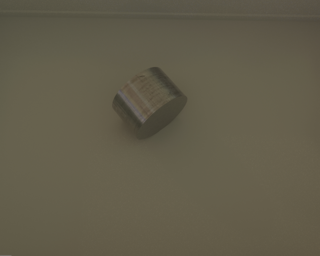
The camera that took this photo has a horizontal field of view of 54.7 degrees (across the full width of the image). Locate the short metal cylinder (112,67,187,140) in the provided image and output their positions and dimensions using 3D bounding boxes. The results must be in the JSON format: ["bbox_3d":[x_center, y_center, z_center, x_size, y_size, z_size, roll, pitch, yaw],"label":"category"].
[{"bbox_3d":[-0.012,-0.030,0.391,0.080,0.080,0.050,-37,75,-12],"label":"short metal cylinder"}]
